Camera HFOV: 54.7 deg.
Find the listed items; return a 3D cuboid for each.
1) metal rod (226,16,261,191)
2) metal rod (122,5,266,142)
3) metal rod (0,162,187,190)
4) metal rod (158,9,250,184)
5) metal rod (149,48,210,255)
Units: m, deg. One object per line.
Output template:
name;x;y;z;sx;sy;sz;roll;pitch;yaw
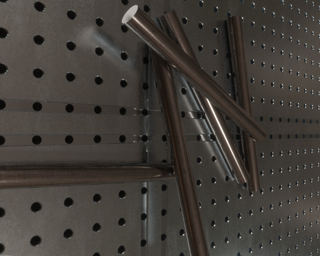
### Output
metal rod;0.145;-0.037;0.533;0.025;0.025;0.298;-15;100;-39
metal rod;0.067;-0.057;0.430;0.301;0.025;0.025;35;69;-36
metal rod;-0.082;0.051;0.341;0.302;0.025;0.025;5;87;-40
metal rod;0.075;-0.034;0.474;0.025;0.025;0.299;-44;117;-31
metal rod;0.024;0.028;0.403;0.025;0.025;0.298;-10;88;-40
